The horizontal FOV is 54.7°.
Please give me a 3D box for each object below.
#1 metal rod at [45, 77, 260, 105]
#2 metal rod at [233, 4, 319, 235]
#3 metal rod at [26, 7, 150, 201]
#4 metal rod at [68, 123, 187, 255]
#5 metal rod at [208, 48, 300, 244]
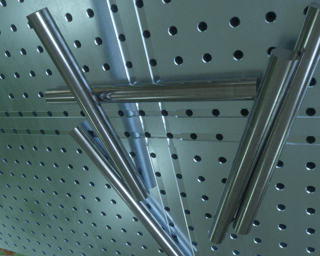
[{"bbox_3d":[-0.029,-0.045,0.397,0.301,0.025,0.025,1,119,27],"label":"metal rod"},{"bbox_3d":[0.129,0.018,0.353,0.025,0.025,0.298,18,126,17],"label":"metal rod"},{"bbox_3d":[-0.082,-0.011,0.417,0.025,0.025,0.299,-5,125,30],"label":"metal rod"},{"bbox_3d":[-0.044,0.118,0.505,0.025,0.025,0.299,-29,103,37],"label":"metal rod"},{"bbox_3d":[0.099,0.048,0.374,0.025,0.025,0.298,20,131,16],"label":"metal rod"}]
